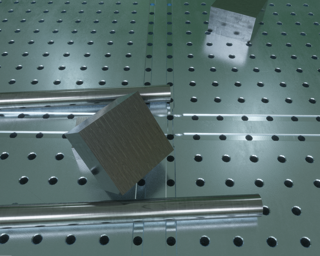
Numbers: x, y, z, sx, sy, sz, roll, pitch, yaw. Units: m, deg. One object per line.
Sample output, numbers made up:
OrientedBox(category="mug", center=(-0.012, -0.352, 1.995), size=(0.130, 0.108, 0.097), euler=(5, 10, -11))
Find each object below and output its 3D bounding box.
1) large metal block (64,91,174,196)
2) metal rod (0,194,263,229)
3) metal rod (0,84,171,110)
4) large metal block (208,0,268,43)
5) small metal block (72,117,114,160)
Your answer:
OrientedBox(category="large metal block", center=(-0.045, 0.016, 0.350), size=(0.080, 0.080, 0.050), euler=(-39, 17, -28))
OrientedBox(category="metal rod", center=(-0.043, 0.089, 0.331), size=(0.302, 0.025, 0.025), euler=(-2, 50, -2))
OrientedBox(category="metal rod", center=(-0.136, -0.042, 0.442), size=(0.302, 0.025, 0.025), euler=(-3, 50, -3))
OrientedBox(category="large metal block", center=(0.143, -0.208, 0.567), size=(0.080, 0.050, 0.080), euler=(22, 53, 17))
OrientedBox(category="small metal block", center=(-0.082, 0.012, 0.397), size=(0.050, 0.025, 0.050), euler=(-2, 50, -2))
